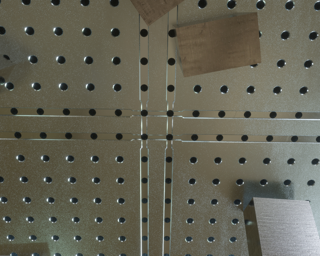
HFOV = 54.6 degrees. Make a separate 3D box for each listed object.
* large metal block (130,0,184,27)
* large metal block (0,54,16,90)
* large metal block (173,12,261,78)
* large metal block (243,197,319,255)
[{"bbox_3d":[-0.014,-0.157,0.326,0.050,0.080,0.080,-33,107,11],"label":"large metal block"},{"bbox_3d":[-0.231,-0.071,0.356,0.080,0.080,0.050,35,106,-12],"label":"large metal block"},{"bbox_3d":[0.060,-0.096,0.349,0.080,0.080,0.050,-10,110,4],"label":"large metal block"},{"bbox_3d":[0.168,0.147,0.432,0.080,0.080,0.050,4,141,-2],"label":"large metal block"}]
